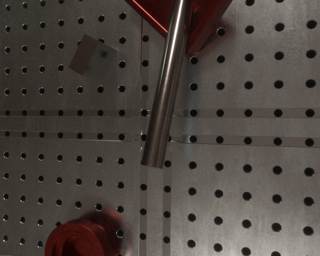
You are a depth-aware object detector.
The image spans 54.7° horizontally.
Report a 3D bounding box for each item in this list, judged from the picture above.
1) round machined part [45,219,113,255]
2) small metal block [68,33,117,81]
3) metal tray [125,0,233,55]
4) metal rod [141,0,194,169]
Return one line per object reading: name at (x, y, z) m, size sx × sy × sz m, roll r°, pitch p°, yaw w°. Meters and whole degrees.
round machined part at (-0.110, 0.178, 0.441) m, size 0.098 × 0.042 × 0.097 m, roll 0°, pitch 90°, yaw 19°
small metal block at (-0.092, -0.097, 0.431) m, size 0.025 × 0.050 × 0.050 m, roll 32°, pitch 100°, yaw 17°
metal tray at (0.016, -0.166, 0.383) m, size 0.130 × 0.030 × 0.089 m, roll 47°, pitch 131°, yaw 13°
metal rod at (0.019, -0.101, 0.369) m, size 0.025 × 0.025 × 0.299 m, roll 7°, pitch 79°, yaw 19°
